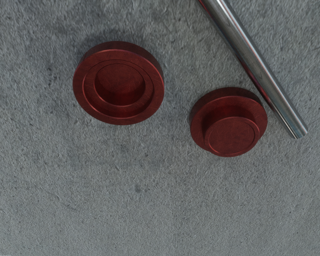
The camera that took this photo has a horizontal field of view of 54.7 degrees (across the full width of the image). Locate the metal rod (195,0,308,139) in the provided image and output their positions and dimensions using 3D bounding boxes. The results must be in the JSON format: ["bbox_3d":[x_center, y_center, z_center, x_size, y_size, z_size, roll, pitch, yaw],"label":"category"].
[{"bbox_3d":[0.091,-0.085,0.335,0.025,0.025,0.300,-31,124,23],"label":"metal rod"}]

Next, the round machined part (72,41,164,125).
[{"bbox_3d":[-0.045,-0.053,0.350,0.099,0.042,0.097,0,130,0],"label":"round machined part"}]

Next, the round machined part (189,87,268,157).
[{"bbox_3d":[0.088,0.000,0.397,0.099,0.042,0.097,0,130,0],"label":"round machined part"}]
